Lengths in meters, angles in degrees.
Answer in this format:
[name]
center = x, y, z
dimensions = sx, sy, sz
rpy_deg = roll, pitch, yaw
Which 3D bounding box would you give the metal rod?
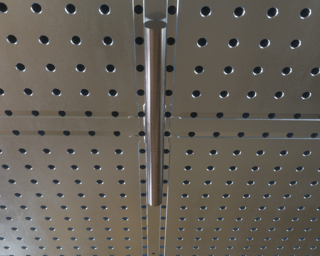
[metal rod]
center = -0.006, 0.006, 0.417
dimensions = 0.025, 0.025, 0.298
rpy_deg = 0, 130, -1
